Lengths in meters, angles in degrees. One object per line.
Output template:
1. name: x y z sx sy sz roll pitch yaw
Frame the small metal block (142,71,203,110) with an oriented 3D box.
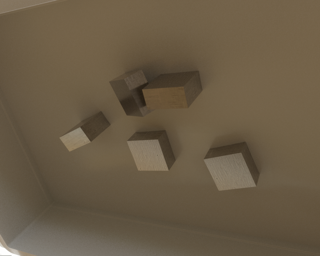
1. small metal block: 0.015 -0.044 0.357 0.050 0.050 0.025 0 118 28

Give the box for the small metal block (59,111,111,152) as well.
1. small metal block: -0.109 0.005 0.453 0.050 0.050 0.025 -22 106 36

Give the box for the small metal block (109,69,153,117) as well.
1. small metal block: -0.033 -0.042 0.386 0.050 0.025 0.050 8 128 60

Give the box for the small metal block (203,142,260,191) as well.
1. small metal block: 0.091 0.049 0.391 0.050 0.025 0.050 -15 111 34

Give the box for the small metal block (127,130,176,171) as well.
1. small metal block: -0.012 0.032 0.435 0.050 0.025 0.050 -4 116 30
